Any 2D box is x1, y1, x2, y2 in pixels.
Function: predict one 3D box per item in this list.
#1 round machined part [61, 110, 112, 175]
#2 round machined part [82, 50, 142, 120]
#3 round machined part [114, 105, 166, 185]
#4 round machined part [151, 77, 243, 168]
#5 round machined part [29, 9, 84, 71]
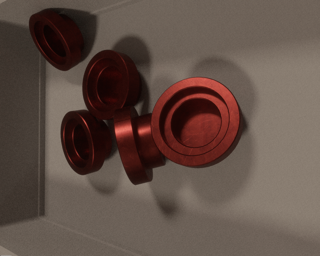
[{"bbox_3d":[-0.110,0.020,0.476,0.098,0.042,0.097,14,109,45],"label":"round machined part"},{"bbox_3d":[-0.065,-0.060,0.447,0.098,0.042,0.097,0,90,39],"label":"round machined part"},{"bbox_3d":[-0.021,0.018,0.387,0.042,0.098,0.098,-15,79,4],"label":"round machined part"},{"bbox_3d":[0.043,-0.004,0.346,0.098,0.042,0.098,-5,75,21],"label":"round machined part"},{"bbox_3d":[-0.164,-0.146,0.508,0.098,0.042,0.097,29,143,25],"label":"round machined part"}]
